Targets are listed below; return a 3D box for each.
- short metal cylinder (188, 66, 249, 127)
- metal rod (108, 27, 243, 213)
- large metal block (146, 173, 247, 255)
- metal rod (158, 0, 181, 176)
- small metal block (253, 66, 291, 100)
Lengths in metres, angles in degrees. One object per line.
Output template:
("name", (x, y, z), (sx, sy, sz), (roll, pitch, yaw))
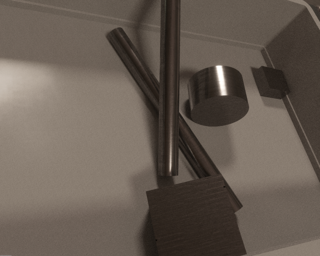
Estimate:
("short metal cylinder", (0.082, -0.043, 0.443), (0.081, 0.080, 0.050), (11, 57, -23))
("metal rod", (0.015, -0.017, 0.425), (0.025, 0.025, 0.299), (-24, 75, -37))
("large metal block", (0.035, 0.102, 0.326), (0.080, 0.050, 0.080), (-13, 65, -1))
("metal rod", (0.013, -0.091, 0.390), (0.025, 0.025, 0.298), (3, 86, -27))
("small metal block", (0.205, -0.083, 0.570), (0.050, 0.025, 0.050), (5, 59, -26))
